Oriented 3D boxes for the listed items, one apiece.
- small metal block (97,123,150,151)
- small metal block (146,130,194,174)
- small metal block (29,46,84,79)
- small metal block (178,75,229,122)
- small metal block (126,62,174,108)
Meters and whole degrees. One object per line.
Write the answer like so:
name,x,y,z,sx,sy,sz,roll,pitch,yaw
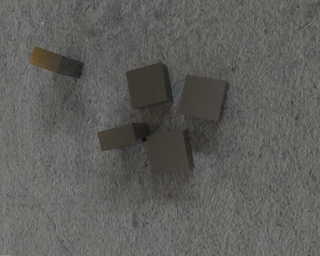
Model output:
small metal block,-0.046,0.012,0.412,0.050,0.050,0.025,-15,85,19
small metal block,0.013,0.031,0.404,0.050,0.025,0.050,-11,86,19
small metal block,-0.148,-0.094,0.448,0.050,0.050,0.025,21,97,18
small metal block,0.055,-0.037,0.389,0.050,0.025,0.050,12,94,19
small metal block,-0.014,-0.055,0.414,0.050,0.025,0.050,-12,86,19
